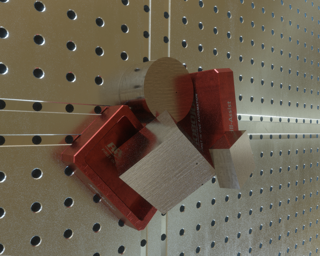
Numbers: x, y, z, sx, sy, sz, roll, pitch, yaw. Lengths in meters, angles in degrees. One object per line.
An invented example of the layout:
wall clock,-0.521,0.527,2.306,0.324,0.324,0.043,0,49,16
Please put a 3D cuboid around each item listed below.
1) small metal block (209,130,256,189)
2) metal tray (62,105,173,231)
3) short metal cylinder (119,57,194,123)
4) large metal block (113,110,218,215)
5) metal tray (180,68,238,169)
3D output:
small metal block,0.086,0.036,0.360,0.050,0.025,0.050,-35,113,-47
metal tray,-0.040,0.048,0.373,0.090,0.030,0.130,-51,120,-28
short metal cylinder,-0.004,-0.045,0.391,0.081,0.050,0.079,0,90,-40
large metal block,0.006,0.040,0.359,0.080,0.050,0.080,-39,121,6
metal tray,0.059,-0.010,0.418,0.030,0.090,0.129,-12,98,-40
